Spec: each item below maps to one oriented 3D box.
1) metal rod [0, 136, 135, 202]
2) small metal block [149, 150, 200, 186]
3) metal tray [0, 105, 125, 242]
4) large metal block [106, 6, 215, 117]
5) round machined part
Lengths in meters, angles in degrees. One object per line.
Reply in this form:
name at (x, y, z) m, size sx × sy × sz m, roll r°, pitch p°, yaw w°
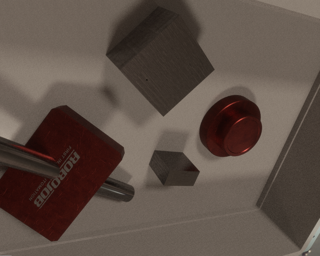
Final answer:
metal rod at (-0.125, 0.039, 0.327) m, size 0.025 × 0.025 × 0.301 m, roll -48°, pitch 141°, yaw 6°
small metal block at (0.020, 0.057, 0.440) m, size 0.050 × 0.050 × 0.025 m, roll 7°, pitch 115°, yaw -32°
metal tray at (-0.114, 0.051, 0.347) m, size 0.090 × 0.030 × 0.130 m, roll 38°, pitch 98°, yaw -7°
large metal block at (0.001, -0.074, 0.349) m, size 0.080 × 0.050 × 0.080 m, roll -43°, pitch 130°, yaw 1°
round machined part at (0.112, 0.003, 0.464) m, size 0.099 × 0.042 × 0.097 m, roll -14°, pitch 125°, yaw -21°
